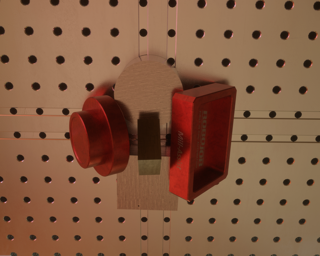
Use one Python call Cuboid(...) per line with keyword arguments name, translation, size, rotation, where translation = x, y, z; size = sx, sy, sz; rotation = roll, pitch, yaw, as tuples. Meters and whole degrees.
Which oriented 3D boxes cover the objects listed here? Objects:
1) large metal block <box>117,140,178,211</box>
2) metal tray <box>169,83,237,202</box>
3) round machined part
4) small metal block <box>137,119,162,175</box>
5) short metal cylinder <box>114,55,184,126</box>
Cuboid(name="large metal block", translation=(-0.015, 0.063, 0.423), size=(0.081, 0.050, 0.079), rotation=(2, 110, -1))
Cuboid(name="metal tray", translation=(0.054, 0.015, 0.386), size=(0.030, 0.091, 0.129), rotation=(19, 116, 39))
Cuboid(name="round machined part", translation=(-0.078, 0.012, 0.374), size=(0.042, 0.098, 0.097), rotation=(-11, 114, -32))
Cuboid(name="small metal block", translation=(-0.013, 0.023, 0.363), size=(0.025, 0.050, 0.050), rotation=(-1, 152, -3))
Cuboid(name="short metal cylinder", translation=(-0.013, -0.046, 0.382), size=(0.081, 0.050, 0.079), rotation=(0, 110, 0))
